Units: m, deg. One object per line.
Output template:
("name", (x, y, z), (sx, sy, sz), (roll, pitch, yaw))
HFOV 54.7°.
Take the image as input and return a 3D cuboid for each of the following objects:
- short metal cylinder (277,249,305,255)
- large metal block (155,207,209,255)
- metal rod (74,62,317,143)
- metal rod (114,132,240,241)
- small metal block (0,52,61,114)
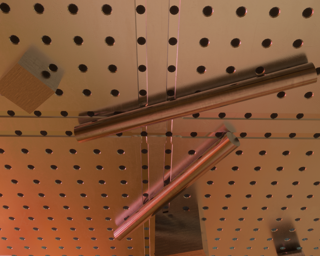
("short metal cylinder", (0.274, 0.291, 0.626), (0.050, 0.080, 0.080), (-16, 128, 13))
("large metal block", (0.038, 0.192, 0.539), (0.080, 0.080, 0.050), (-14, 129, 12))
("metal rod", (0.034, -0.028, 0.387), (0.301, 0.025, 0.025), (-14, 129, 11))
("metal rod", (0.012, 0.107, 0.502), (0.025, 0.025, 0.299), (29, 124, -23))
("small metal block", (-0.157, -0.052, 0.366), (0.050, 0.025, 0.050), (-33, 123, 25))
